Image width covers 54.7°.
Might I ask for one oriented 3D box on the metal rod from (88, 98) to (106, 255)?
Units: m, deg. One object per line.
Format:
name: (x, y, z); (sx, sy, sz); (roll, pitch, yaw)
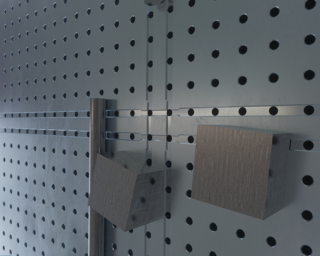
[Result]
metal rod: (-0.100, 0.103, 0.492); (0.025, 0.025, 0.298); (1, 91, 40)

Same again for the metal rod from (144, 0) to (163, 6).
metal rod: (-0.032, -0.317, 0.435); (0.025, 0.025, 0.298); (-15, 80, 39)

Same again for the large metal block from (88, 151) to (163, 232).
large metal block: (-0.050, 0.084, 0.435); (0.080, 0.050, 0.079); (21, 103, 38)

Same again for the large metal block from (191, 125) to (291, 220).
large metal block: (0.083, 0.040, 0.324); (0.080, 0.050, 0.079); (8, 95, 39)
